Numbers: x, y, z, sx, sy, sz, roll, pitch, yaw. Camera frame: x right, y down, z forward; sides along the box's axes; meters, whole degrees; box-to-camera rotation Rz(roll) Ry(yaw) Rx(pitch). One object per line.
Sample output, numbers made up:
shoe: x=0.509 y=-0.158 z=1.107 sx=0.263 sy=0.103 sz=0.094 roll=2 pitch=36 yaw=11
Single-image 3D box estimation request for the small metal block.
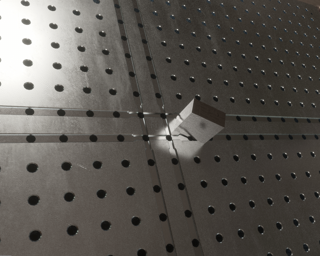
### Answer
small metal block: x=0.055 y=-0.008 z=0.429 sx=0.050 sy=0.050 sz=0.025 roll=24 pitch=53 yaw=-14
